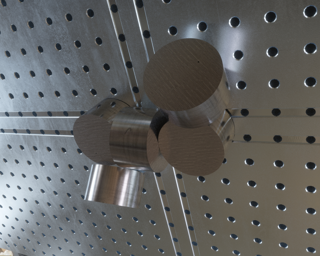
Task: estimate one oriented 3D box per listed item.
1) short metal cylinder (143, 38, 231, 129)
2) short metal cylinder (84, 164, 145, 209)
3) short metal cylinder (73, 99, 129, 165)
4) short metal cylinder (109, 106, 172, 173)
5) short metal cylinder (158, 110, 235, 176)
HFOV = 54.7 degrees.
[{"bbox_3d":[0.029,-0.045,0.323,0.080,0.080,0.050,8,164,23],"label":"short metal cylinder"},{"bbox_3d":[-0.065,0.086,0.454,0.080,0.050,0.080,9,165,3],"label":"short metal cylinder"},{"bbox_3d":[-0.073,0.006,0.434,0.080,0.050,0.079,13,124,20],"label":"short metal cylinder"},{"bbox_3d":[-0.020,0.014,0.393,0.050,0.080,0.079,5,121,25],"label":"short metal cylinder"},{"bbox_3d":[0.045,0.011,0.376,0.080,0.050,0.079,13,124,20],"label":"short metal cylinder"}]
